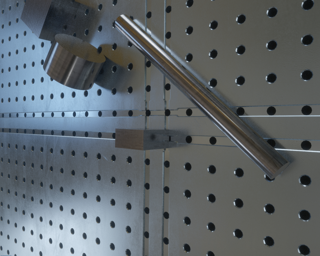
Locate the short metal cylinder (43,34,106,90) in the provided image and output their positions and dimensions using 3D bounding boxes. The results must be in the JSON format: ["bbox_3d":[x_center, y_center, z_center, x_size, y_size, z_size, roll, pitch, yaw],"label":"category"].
[{"bbox_3d":[-0.132,-0.102,0.480,0.080,0.081,0.050,47,118,29],"label":"short metal cylinder"}]

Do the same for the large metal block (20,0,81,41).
[{"bbox_3d":[-0.197,-0.209,0.552,0.080,0.050,0.080,45,117,30],"label":"large metal block"}]

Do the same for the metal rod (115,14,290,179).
[{"bbox_3d":[0.033,-0.056,0.380,0.300,0.025,0.025,48,118,28],"label":"metal rod"}]

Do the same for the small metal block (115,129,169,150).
[{"bbox_3d":[-0.023,0.014,0.410,0.050,0.050,0.025,2,92,39],"label":"small metal block"}]
